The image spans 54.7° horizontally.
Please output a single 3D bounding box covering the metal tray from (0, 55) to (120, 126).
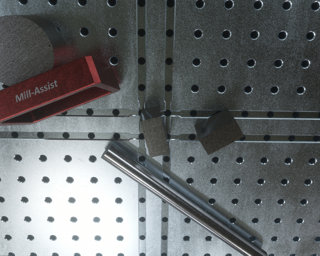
[{"bbox_3d":[-0.121,-0.039,0.360,0.130,0.090,0.030,-20,89,7],"label":"metal tray"}]

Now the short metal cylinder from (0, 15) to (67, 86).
[{"bbox_3d":[-0.157,-0.091,0.364,0.081,0.050,0.079,0,110,-1],"label":"short metal cylinder"}]

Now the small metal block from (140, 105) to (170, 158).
[{"bbox_3d":[-0.006,0.003,0.401,0.025,0.050,0.050,-13,110,4],"label":"small metal block"}]

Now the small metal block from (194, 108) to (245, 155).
[{"bbox_3d":[0.075,0.003,0.403,0.050,0.050,0.025,-29,108,10],"label":"small metal block"}]

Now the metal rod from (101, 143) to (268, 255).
[{"bbox_3d":[0.044,0.119,0.457,0.301,0.025,0.025,37,106,-13],"label":"metal rod"}]
